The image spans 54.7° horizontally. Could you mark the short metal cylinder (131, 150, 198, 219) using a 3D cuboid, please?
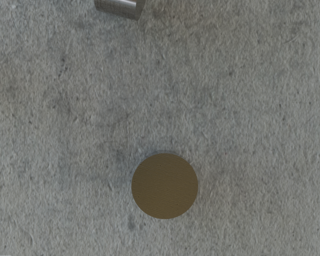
[{"bbox_3d":[0.006,0.070,0.398,0.081,0.050,0.079,0,90,-1],"label":"short metal cylinder"}]

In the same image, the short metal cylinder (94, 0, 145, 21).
[{"bbox_3d":[-0.044,-0.179,0.382,0.050,0.080,0.080,15,90,0],"label":"short metal cylinder"}]
